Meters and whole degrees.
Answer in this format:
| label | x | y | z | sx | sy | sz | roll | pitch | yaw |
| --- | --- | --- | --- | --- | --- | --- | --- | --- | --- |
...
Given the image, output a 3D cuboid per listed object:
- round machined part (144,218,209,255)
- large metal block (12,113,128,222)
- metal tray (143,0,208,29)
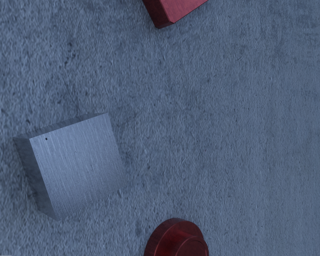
| label | x | y | z | sx | sy | sz | roll | pitch | yaw |
| --- | --- | --- | --- | --- | --- | --- | --- | --- | --- |
| round machined part | 0.029 | 0.176 | 0.421 | 0.099 | 0.042 | 0.097 | 0 | 90 | -40 |
| large metal block | -0.089 | 0.034 | 0.315 | 0.081 | 0.050 | 0.079 | -23 | 105 | -38 |
| metal tray | 0.026 | -0.206 | 0.425 | 0.131 | 0.030 | 0.090 | -43 | 116 | -32 |
